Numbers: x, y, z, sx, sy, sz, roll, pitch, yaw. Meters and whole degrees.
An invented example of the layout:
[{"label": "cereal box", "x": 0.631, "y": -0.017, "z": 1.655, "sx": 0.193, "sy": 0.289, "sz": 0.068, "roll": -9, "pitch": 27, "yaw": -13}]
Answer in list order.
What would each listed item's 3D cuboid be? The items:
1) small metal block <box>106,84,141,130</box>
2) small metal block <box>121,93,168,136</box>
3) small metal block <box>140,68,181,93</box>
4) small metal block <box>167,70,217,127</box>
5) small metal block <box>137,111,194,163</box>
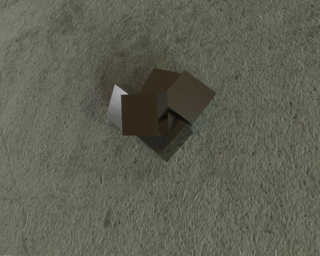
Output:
[{"label": "small metal block", "x": -0.045, "y": -0.027, "z": 0.429, "sx": 0.050, "sy": 0.025, "sz": 0.050, "roll": 38, "pitch": 119, "yaw": 37}, {"label": "small metal block", "x": -0.019, "y": -0.016, "z": 0.377, "sx": 0.050, "sy": 0.025, "sz": 0.050, "roll": 0, "pitch": 94, "yaw": 28}, {"label": "small metal block", "x": 0.004, "y": -0.053, "z": 0.435, "sx": 0.050, "sy": 0.025, "sz": 0.050, "roll": 19, "pitch": 71, "yaw": 35}, {"label": "small metal block", "x": 0.035, "y": -0.037, "z": 0.394, "sx": 0.050, "sy": 0.025, "sz": 0.050, "roll": 37, "pitch": 81, "yaw": 4}, {"label": "small metal block", "x": 0.005, "y": 0.008, "z": 0.397, "sx": 0.050, "sy": 0.025, "sz": 0.050, "roll": -48, "pitch": 52, "yaw": -6}]
